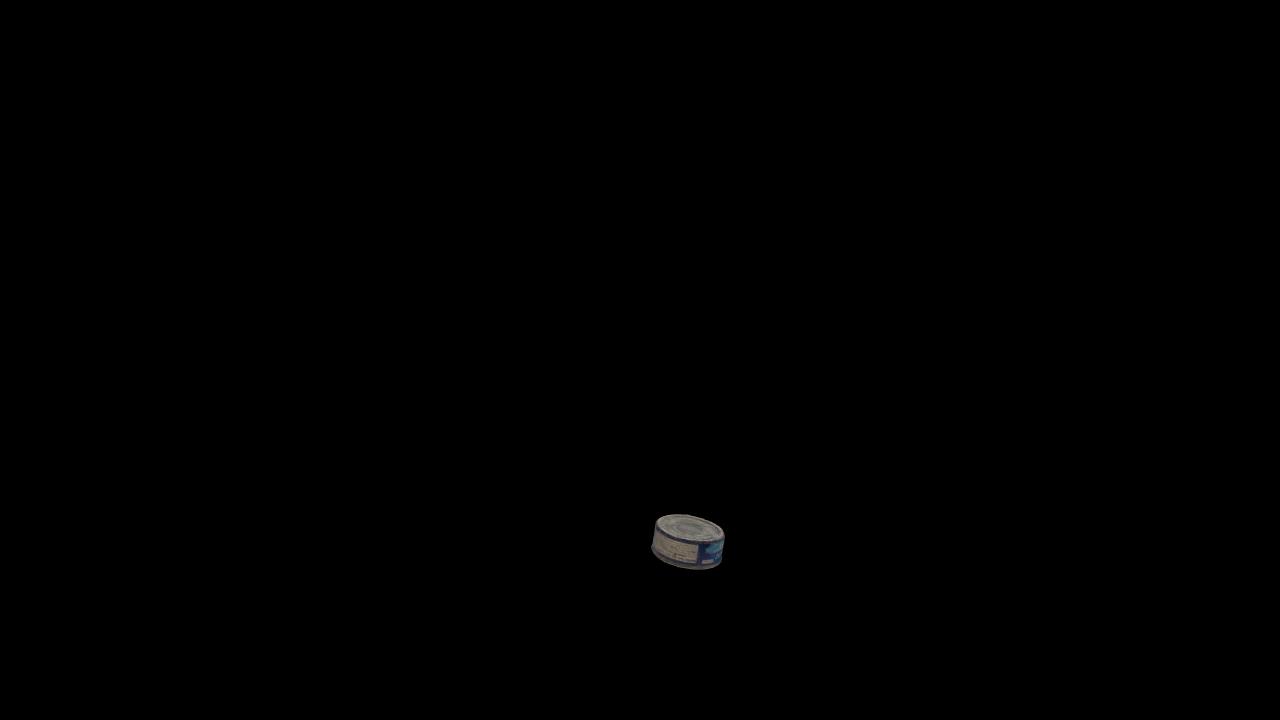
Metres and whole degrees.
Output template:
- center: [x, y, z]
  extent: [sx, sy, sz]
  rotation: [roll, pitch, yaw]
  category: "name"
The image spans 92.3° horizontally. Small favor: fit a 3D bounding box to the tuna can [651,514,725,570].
- center: [0.057, 0.211, 0.722]
  extent: [0.084, 0.034, 0.084]
  rotation: [8, 6, -1]
  category: "tuna can"
